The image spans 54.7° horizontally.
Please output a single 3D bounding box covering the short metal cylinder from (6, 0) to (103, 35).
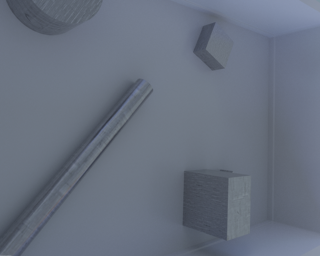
[{"bbox_3d":[-0.104,-0.137,0.304,0.081,0.050,0.079,0,90,-40],"label":"short metal cylinder"}]

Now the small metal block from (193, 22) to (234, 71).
[{"bbox_3d":[0.084,-0.125,0.479,0.050,0.025,0.050,33,69,-35],"label":"small metal block"}]

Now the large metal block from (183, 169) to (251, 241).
[{"bbox_3d":[0.080,0.104,0.440,0.050,0.080,0.079,3,88,-40],"label":"large metal block"}]

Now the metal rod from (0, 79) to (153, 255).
[{"bbox_3d":[-0.099,0.055,0.324,0.025,0.025,0.301,52,60,-28],"label":"metal rod"}]

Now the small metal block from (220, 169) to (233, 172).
[{"bbox_3d":[0.109,0.103,0.501,0.050,0.025,0.050,51,60,-28],"label":"small metal block"}]
